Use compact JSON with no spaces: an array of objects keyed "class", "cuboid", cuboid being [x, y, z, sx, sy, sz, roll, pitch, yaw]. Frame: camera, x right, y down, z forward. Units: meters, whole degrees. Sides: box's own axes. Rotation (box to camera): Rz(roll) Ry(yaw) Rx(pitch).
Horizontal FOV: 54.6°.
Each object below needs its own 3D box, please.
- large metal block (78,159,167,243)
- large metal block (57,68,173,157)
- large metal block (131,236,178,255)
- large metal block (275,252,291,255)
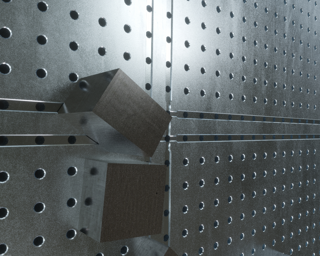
[{"class":"large metal block","cuboid":[-0.042,0.079,0.357,0.081,0.050,0.080,8,85,-40]},{"class":"large metal block","cuboid":[-0.049,-0.013,0.332,0.080,0.080,0.050,41,65,-32]},{"class":"large metal block","cuboid":[-0.005,0.197,0.388,0.080,0.050,0.080,-52,121,-27]},{"class":"large metal block","cuboid":[0.235,0.300,0.589,0.081,0.050,0.080,-22,104,-38]}]
